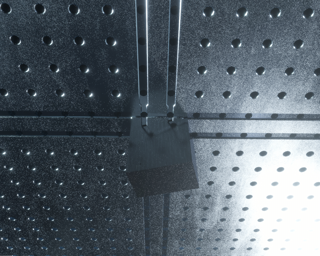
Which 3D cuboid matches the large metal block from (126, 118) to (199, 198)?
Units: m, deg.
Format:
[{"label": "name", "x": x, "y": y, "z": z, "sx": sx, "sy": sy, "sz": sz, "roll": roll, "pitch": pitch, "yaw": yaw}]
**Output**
[{"label": "large metal block", "x": 0.004, "y": 0.038, "z": 0.408, "sx": 0.080, "sy": 0.080, "sz": 0.050, "roll": -11, "pitch": 129, "yaw": 9}]
